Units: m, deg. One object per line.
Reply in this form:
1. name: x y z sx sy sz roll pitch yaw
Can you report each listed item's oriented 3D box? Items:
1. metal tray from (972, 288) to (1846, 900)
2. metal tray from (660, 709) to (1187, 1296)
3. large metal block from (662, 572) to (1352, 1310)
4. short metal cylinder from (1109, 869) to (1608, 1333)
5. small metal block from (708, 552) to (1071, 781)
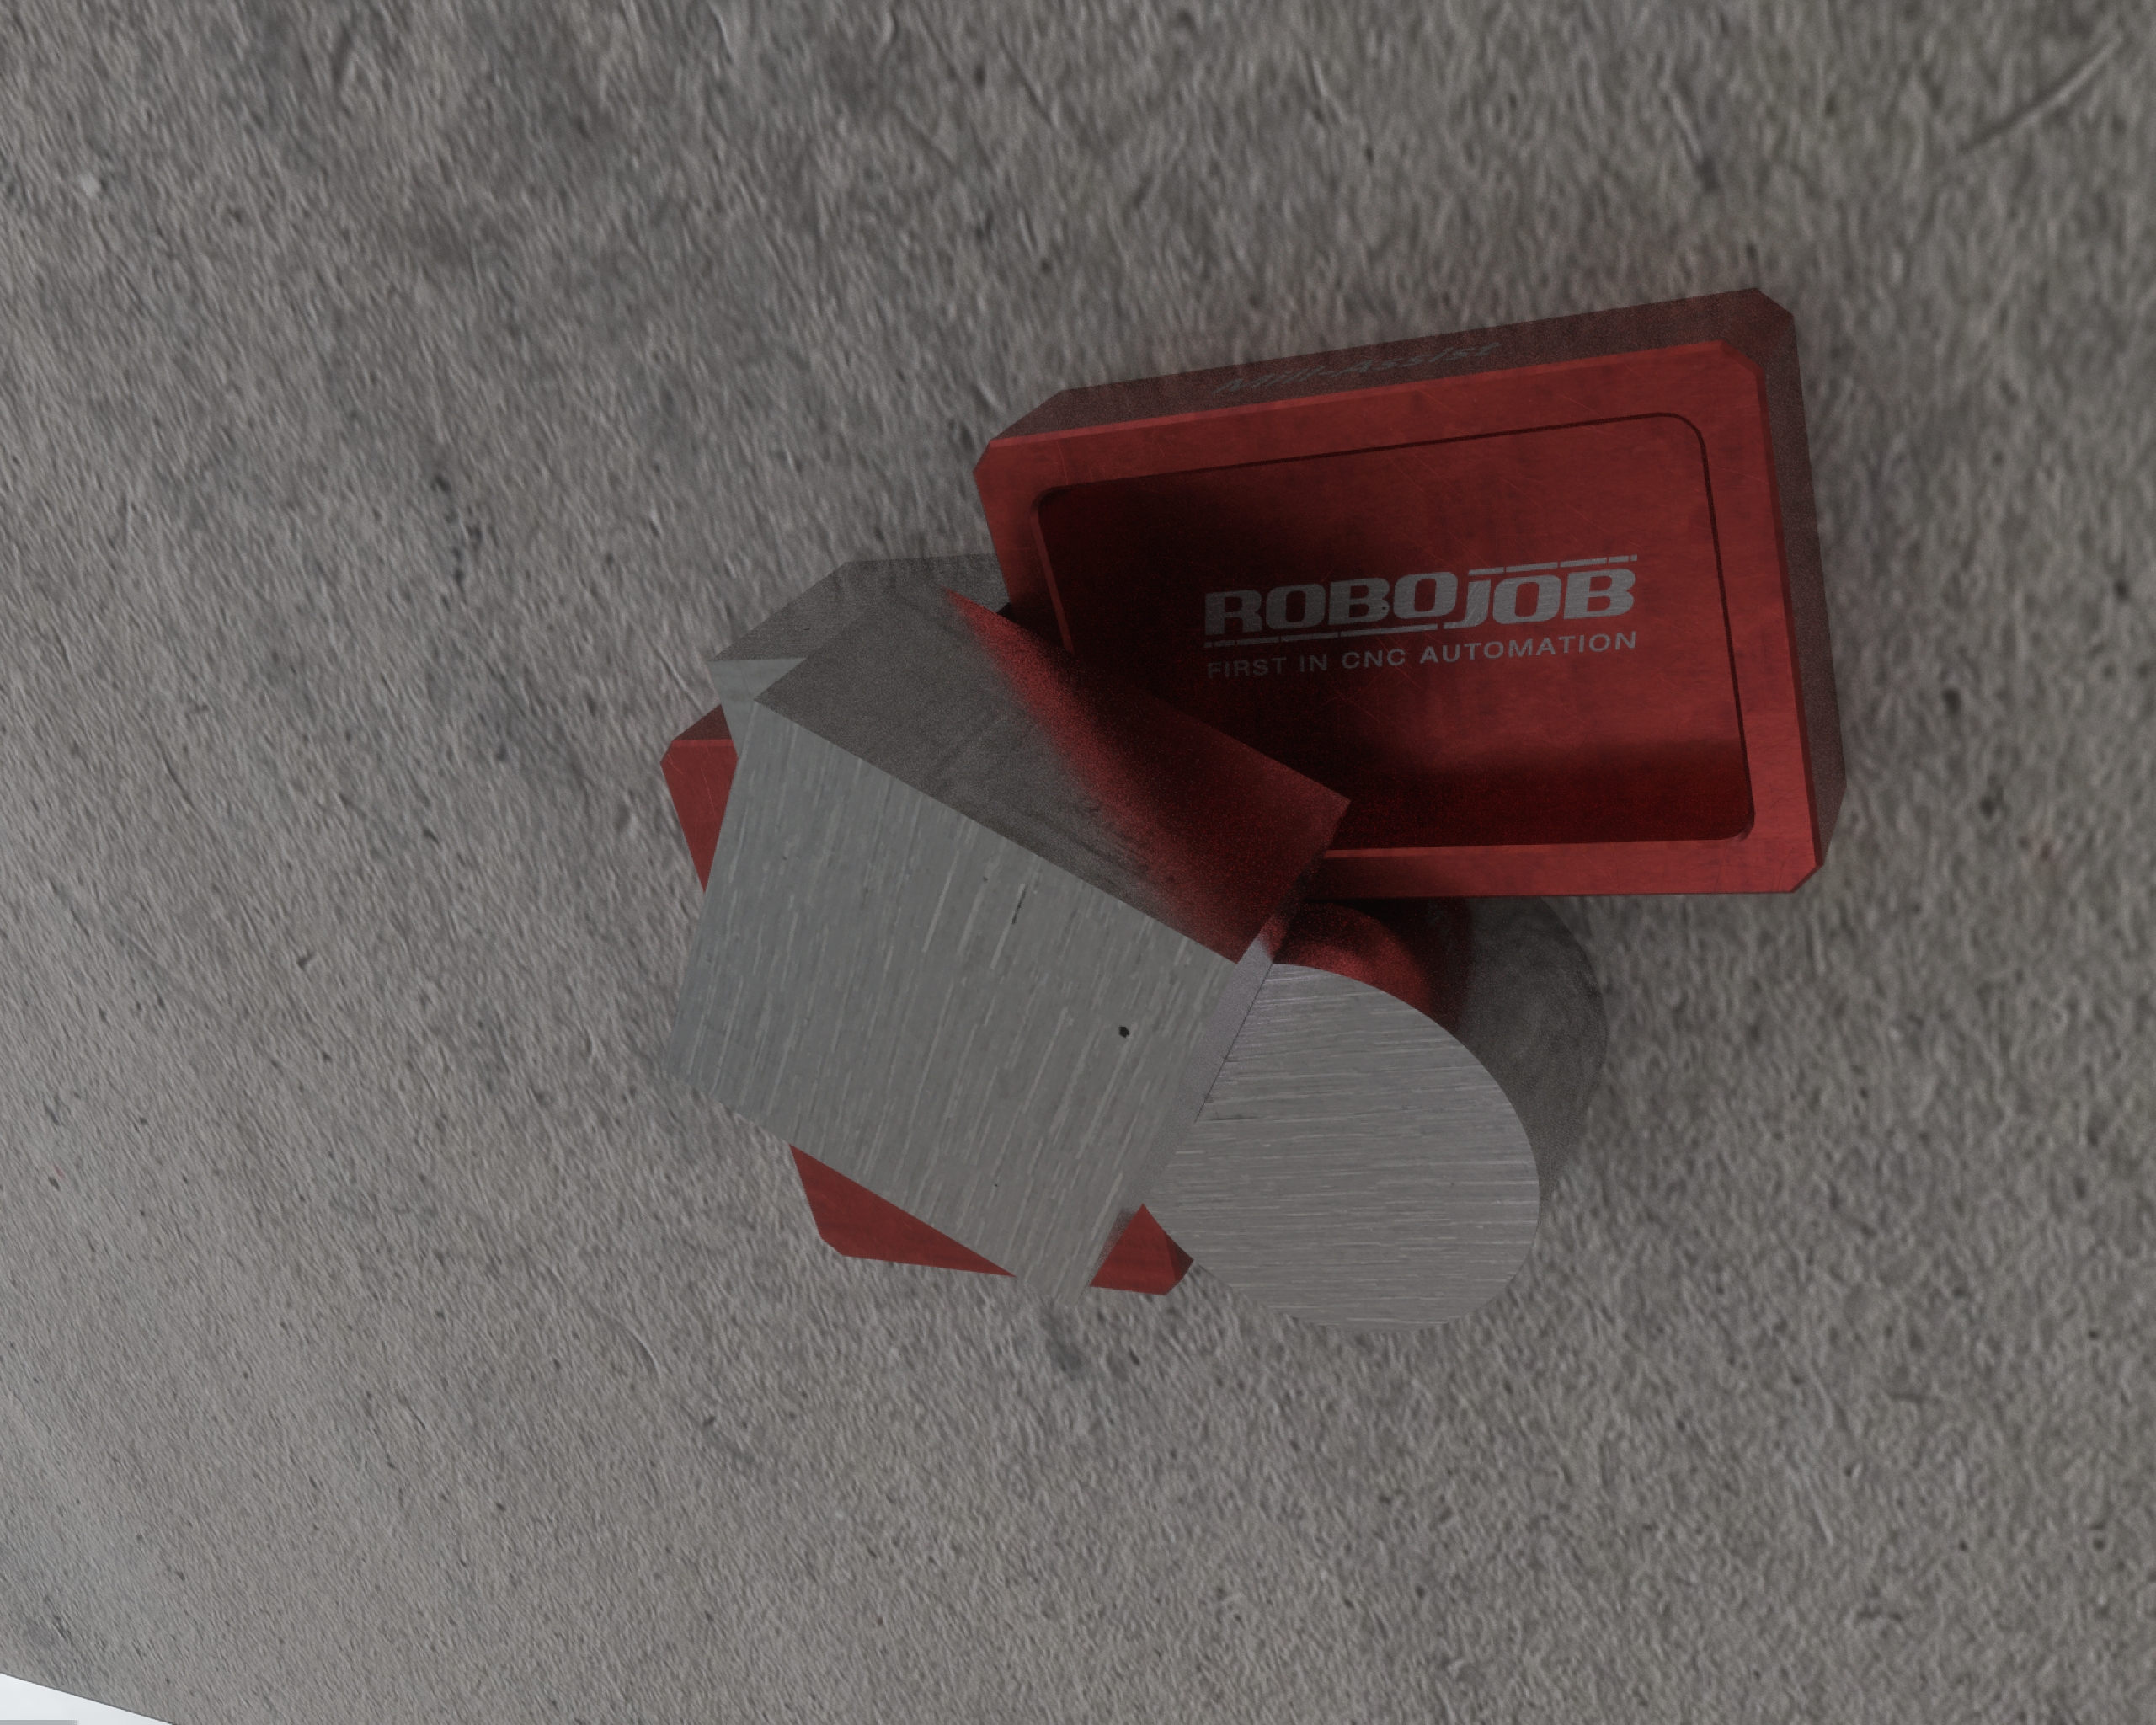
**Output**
1. metal tray: 0.055 -0.040 0.351 0.130 0.030 0.089 -2 118 29
2. metal tray: -0.025 0.026 0.436 0.090 0.030 0.129 1 119 28
3. large metal block: -0.014 0.013 0.341 0.080 0.050 0.079 29 128 10
4. short metal cylinder: 0.053 0.040 0.389 0.080 0.050 0.079 14 124 21
5. small metal block: -0.031 -0.037 0.386 0.050 0.050 0.025 1 119 28
